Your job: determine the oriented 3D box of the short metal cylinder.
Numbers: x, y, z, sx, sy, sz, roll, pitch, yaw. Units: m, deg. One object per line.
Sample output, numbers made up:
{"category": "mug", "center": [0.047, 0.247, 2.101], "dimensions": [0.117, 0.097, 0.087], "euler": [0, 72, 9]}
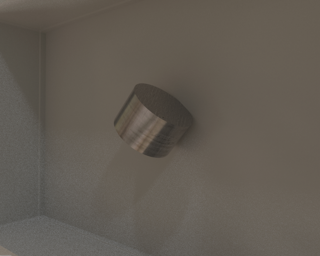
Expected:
{"category": "short metal cylinder", "center": [-0.008, -0.010, 0.376], "dimensions": [0.080, 0.081, 0.050], "euler": [50, 119, 28]}
